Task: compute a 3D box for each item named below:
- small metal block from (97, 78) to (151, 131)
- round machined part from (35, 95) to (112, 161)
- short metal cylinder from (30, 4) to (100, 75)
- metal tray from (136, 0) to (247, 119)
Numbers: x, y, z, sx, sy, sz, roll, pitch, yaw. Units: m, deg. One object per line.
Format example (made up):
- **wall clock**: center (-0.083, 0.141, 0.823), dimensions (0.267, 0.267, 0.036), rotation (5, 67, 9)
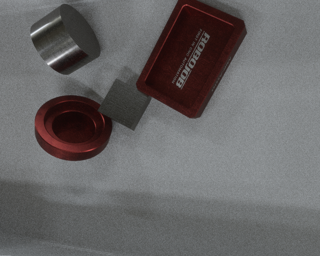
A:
- **small metal block**: center (-0.047, -0.031, 0.416), dimensions (0.050, 0.025, 0.050), rotation (28, 85, 7)
- **round machined part**: center (-0.118, 0.004, 0.422), dimensions (0.098, 0.099, 0.042), rotation (41, 139, 15)
- **short metal cylinder**: center (-0.127, -0.120, 0.425), dimensions (0.050, 0.080, 0.080), rotation (-26, 82, 18)
- **metal tray**: center (0.038, -0.088, 0.393), dimensions (0.090, 0.030, 0.129), rotation (31, 100, 17)
